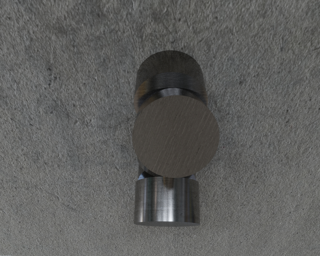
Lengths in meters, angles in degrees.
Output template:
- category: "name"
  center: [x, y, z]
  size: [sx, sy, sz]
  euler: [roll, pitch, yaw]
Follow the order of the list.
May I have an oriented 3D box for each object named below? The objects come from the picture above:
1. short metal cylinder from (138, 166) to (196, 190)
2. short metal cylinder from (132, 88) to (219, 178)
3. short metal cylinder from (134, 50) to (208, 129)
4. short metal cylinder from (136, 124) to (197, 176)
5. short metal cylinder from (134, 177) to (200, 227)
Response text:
- category: "short metal cylinder"
  center: [0.010, 0.061, 0.444]
  size: [0.081, 0.050, 0.079]
  euler: [0, 130, 0]
- category: "short metal cylinder"
  center: [0.014, 0.003, 0.310]
  size: [0.081, 0.050, 0.079]
  euler: [0, 105, -1]
- category: "short metal cylinder"
  center: [0.012, -0.042, 0.357]
  size: [0.081, 0.050, 0.079]
  euler: [0, 130, 0]
- category: "short metal cylinder"
  center: [0.011, 0.017, 0.388]
  size: [0.081, 0.080, 0.050]
  euler: [1, 130, -1]
- category: "short metal cylinder"
  center: [0.009, 0.094, 0.385]
  size: [0.080, 0.050, 0.080]
  euler: [1, 158, 1]
